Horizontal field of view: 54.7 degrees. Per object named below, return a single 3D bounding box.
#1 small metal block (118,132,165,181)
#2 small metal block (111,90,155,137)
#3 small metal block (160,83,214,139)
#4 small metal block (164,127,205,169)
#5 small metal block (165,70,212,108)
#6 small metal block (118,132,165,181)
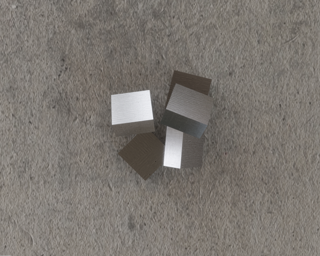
[{"bbox_3d":[-0.019,0.033,0.411,0.050,0.025,0.050,-45,91,0],"label":"small metal block"},{"bbox_3d":[-0.035,-0.019,0.398,0.050,0.025,0.050,-8,52,-1],"label":"small metal block"},{"bbox_3d":[0.033,-0.021,0.373,0.050,0.025,0.050,21,47,-1],"label":"small metal block"},{"bbox_3d":[0.032,0.024,0.397,0.025,0.050,0.050,4,90,38],"label":"small metal block"},{"bbox_3d":[0.037,-0.045,0.412,0.050,0.025,0.050,14,90,-1],"label":"small metal block"},{"bbox_3d":[-0.019,0.033,0.411,0.050,0.025,0.050,-45,90,0],"label":"small metal block"}]
